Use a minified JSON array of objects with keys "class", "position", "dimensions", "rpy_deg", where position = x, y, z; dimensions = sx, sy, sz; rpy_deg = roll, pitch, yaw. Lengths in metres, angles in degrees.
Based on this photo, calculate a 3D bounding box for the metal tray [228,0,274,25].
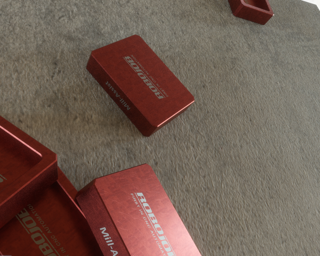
[{"class":"metal tray","position":[0.191,-0.294,0.686],"dimensions":[0.091,0.030,0.130],"rpy_deg":[6,59,-26]}]

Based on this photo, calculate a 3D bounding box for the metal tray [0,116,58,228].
[{"class":"metal tray","position":[-0.167,0.027,0.266],"dimensions":[0.130,0.030,0.090],"rpy_deg":[31,46,15]}]

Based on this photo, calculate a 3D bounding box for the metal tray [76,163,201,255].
[{"class":"metal tray","position":[-0.015,0.105,0.309],"dimensions":[0.091,0.030,0.130],"rpy_deg":[-9,64,-57]}]

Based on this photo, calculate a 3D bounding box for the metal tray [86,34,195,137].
[{"class":"metal tray","position":[-0.025,-0.062,0.426],"dimensions":[0.130,0.030,0.091],"rpy_deg":[49,51,6]}]

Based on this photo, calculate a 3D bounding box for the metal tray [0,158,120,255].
[{"class":"metal tray","position":[-0.105,0.100,0.283],"dimensions":[0.091,0.030,0.130],"rpy_deg":[-35,81,-39]}]
